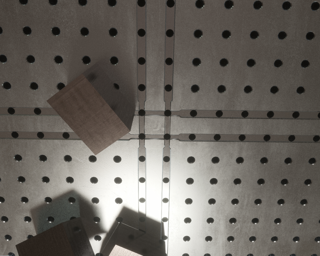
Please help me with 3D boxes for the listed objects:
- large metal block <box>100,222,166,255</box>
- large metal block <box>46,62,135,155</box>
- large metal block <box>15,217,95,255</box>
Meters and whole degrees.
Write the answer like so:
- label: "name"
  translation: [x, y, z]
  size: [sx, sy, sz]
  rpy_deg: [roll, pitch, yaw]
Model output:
- label: "large metal block"
  translation: [-0.046, 0.205, 0.475]
  size: [0.080, 0.050, 0.080]
  rpy_deg: [27, 108, -10]
- label: "large metal block"
  translation: [-0.077, -0.026, 0.373]
  size: [0.050, 0.080, 0.080]
  rpy_deg: [-35, 107, 11]
- label: "large metal block"
  translation: [-0.147, 0.187, 0.449]
  size: [0.080, 0.050, 0.080]
  rpy_deg: [-27, 77, 9]
